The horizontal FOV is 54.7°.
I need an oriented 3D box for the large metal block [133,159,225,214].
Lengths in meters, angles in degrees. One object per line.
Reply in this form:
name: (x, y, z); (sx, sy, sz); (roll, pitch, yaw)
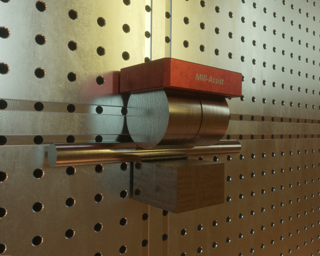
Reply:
large metal block: (0.023, 0.067, 0.388); (0.081, 0.080, 0.050); (1, 90, -40)

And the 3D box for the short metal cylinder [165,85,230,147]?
short metal cylinder: (0.043, -0.015, 0.406); (0.050, 0.080, 0.080); (2, 89, -40)

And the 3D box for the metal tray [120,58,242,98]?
metal tray: (0.028, -0.056, 0.386); (0.131, 0.090, 0.030); (1, 89, -40)

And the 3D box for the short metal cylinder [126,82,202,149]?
short metal cylinder: (0.003, -0.016, 0.373); (0.050, 0.080, 0.079); (1, 90, -40)

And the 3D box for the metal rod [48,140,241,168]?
metal rod: (0.007, 0.030, 0.410); (0.302, 0.025, 0.025); (1, 90, -40)
